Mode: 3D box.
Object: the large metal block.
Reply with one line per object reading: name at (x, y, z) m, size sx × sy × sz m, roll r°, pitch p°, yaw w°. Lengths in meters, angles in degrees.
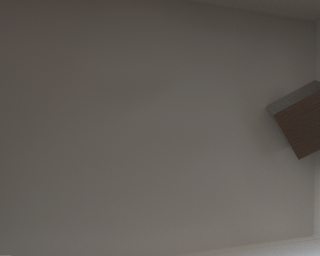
large metal block at (0.218, -0.013, 0.459) m, size 0.080 × 0.050 × 0.080 m, roll -30°, pitch 102°, yaw 15°
